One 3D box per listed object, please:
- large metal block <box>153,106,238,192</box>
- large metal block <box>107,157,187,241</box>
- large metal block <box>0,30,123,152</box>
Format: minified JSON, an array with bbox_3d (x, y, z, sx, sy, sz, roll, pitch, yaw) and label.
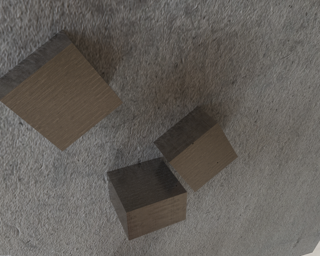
[{"bbox_3d":[0.051,0.031,0.437,0.080,0.050,0.080,-39,129,-2],"label":"large metal block"},{"bbox_3d":[-0.019,0.091,0.417,0.081,0.080,0.050,-14,124,-21],"label":"large metal block"},{"bbox_3d":[-0.099,-0.037,0.314,0.080,0.050,0.080,-39,129,-2],"label":"large metal block"}]
